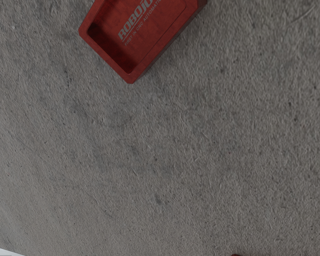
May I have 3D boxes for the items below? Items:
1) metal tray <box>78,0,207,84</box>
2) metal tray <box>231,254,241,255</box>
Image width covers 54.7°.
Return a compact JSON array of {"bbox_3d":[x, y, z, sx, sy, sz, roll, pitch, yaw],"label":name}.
[{"bbox_3d":[-0.024,-0.122,0.340,0.090,0.030,0.129,45,129,-4],"label":"metal tray"},{"bbox_3d":[0.168,0.250,0.469,0.130,0.030,0.089,10,123,23],"label":"metal tray"}]
